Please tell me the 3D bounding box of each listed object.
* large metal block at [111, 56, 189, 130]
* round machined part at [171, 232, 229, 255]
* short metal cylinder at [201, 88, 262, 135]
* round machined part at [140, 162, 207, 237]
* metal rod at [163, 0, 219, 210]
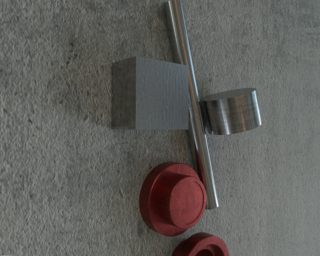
[{"bbox_3d":[-0.011,-0.038,0.379,0.081,0.050,0.079,0,90,-40],"label":"large metal block"},{"bbox_3d":[0.051,0.197,0.437,0.099,0.042,0.097,0,90,-40],"label":"round machined part"},{"bbox_3d":[0.105,-0.026,0.457,0.081,0.080,0.050,-22,104,-38],"label":"short metal cylinder"},{"bbox_3d":[0.024,0.096,0.414,0.099,0.042,0.097,0,90,-40],"label":"round machined part"},{"bbox_3d":[0.047,-0.026,0.443,0.025,0.025,0.298,-20,103,-38],"label":"metal rod"}]
